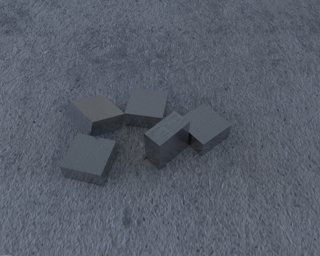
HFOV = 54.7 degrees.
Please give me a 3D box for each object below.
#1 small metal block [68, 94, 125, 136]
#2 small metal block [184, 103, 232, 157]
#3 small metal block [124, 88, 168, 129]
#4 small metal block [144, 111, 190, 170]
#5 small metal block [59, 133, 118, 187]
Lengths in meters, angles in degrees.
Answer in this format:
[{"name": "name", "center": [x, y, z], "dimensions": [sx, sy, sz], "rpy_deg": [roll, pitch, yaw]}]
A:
[{"name": "small metal block", "center": [-0.084, -0.017, 0.406], "dimensions": [0.050, 0.025, 0.050], "rpy_deg": [-19, 49, -44]}, {"name": "small metal block", "center": [0.055, 0.001, 0.402], "dimensions": [0.050, 0.025, 0.050], "rpy_deg": [-32, 57, -24]}, {"name": "small metal block", "center": [-0.017, -0.027, 0.425], "dimensions": [0.050, 0.025, 0.050], "rpy_deg": [8, 50, 6]}, {"name": "small metal block", "center": [0.009, 0.015, 0.374], "dimensions": [0.025, 0.050, 0.050], "rpy_deg": [37, 59, 27]}, {"name": "small metal block", "center": [-0.083, 0.037, 0.371], "dimensions": [0.050, 0.025, 0.050], "rpy_deg": [11, 51, 9]}]
